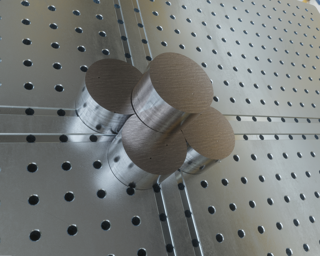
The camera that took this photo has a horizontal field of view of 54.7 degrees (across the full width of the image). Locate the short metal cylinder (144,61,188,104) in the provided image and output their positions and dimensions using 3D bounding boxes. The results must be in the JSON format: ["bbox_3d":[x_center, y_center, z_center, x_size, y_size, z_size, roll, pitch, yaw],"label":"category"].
[{"bbox_3d":[0.009,-0.051,0.429,0.081,0.050,0.080,14,56,-21],"label":"short metal cylinder"}]

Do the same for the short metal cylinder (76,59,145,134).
[{"bbox_3d":[-0.059,-0.039,0.384,0.081,0.050,0.080,14,56,-21],"label":"short metal cylinder"}]

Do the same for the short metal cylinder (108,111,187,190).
[{"bbox_3d":[-0.015,0.027,0.368,0.081,0.050,0.080,14,56,-21],"label":"short metal cylinder"}]

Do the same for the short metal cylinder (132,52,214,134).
[{"bbox_3d":[0.014,-0.040,0.359,0.081,0.050,0.080,14,57,-22],"label":"short metal cylinder"}]

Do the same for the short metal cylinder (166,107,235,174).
[{"bbox_3d":[0.051,0.015,0.412,0.081,0.050,0.080,14,56,-21],"label":"short metal cylinder"}]
